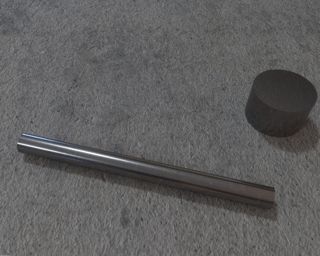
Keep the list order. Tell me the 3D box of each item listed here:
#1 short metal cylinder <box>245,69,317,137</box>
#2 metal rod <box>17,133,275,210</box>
[{"bbox_3d":[0.161,-0.034,0.418,0.081,0.050,0.080,0,50,0],"label":"short metal cylinder"},{"bbox_3d":[-0.024,0.048,0.362,0.301,0.025,0.025,11,51,9],"label":"metal rod"}]
